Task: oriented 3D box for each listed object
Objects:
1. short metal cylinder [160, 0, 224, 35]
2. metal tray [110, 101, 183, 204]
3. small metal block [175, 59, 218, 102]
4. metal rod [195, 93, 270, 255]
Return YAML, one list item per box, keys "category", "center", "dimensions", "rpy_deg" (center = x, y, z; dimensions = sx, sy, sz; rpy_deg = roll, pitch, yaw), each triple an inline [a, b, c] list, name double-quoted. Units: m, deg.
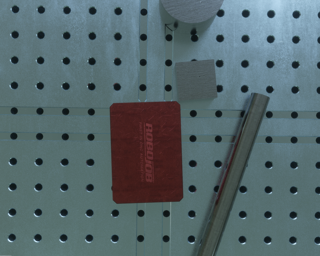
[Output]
- category: "short metal cylinder"
  center: [0.039, -0.167, 0.401]
  dimensions: [0.081, 0.050, 0.079]
  rpy_deg: [0, 90, -1]
- category: "metal tray"
  center: [-0.017, 0.031, 0.411]
  dimensions: [0.091, 0.030, 0.129]
  rpy_deg: [-2, 90, -1]
- category: "small metal block"
  center: [0.047, -0.062, 0.414]
  dimensions: [0.050, 0.025, 0.050]
  rpy_deg: [-5, 90, -1]
- category: "metal rod"
  center: [0.086, 0.098, 0.414]
  dimensions: [0.025, 0.025, 0.298]
  rpy_deg: [19, 90, -1]
